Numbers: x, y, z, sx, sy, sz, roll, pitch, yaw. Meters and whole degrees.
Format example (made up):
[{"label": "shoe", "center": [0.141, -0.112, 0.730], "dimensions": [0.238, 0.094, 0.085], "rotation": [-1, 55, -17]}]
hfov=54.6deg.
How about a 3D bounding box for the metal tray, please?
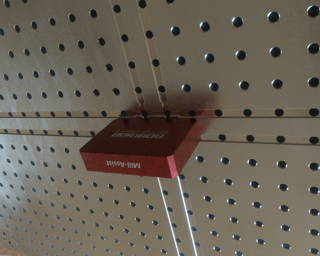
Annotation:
[{"label": "metal tray", "center": [-0.024, 0.021, 0.395], "dimensions": [0.130, 0.090, 0.030], "rotation": [0, 119, 28]}]
